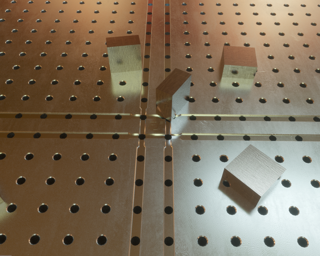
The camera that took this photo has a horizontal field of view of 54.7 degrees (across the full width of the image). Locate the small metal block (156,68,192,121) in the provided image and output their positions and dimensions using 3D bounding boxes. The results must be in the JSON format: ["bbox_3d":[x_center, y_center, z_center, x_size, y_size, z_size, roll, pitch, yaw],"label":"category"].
[{"bbox_3d":[0.019,-0.046,0.431,0.025,0.050,0.050,27,55,20],"label":"small metal block"}]

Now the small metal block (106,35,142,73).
[{"bbox_3d":[-0.056,-0.116,0.488,0.050,0.050,0.025,-7,51,-7],"label":"small metal block"}]

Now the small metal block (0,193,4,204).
[{"bbox_3d":[-0.212,0.072,0.344,0.050,0.025,0.050,-30,57,-23],"label":"small metal block"}]

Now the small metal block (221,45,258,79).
[{"bbox_3d":[0.127,-0.106,0.498,0.050,0.025,0.050,5,50,3],"label":"small metal block"}]

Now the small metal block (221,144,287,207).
[{"bbox_3d":[0.109,0.054,0.363,0.050,0.025,0.050,-36,59,-27],"label":"small metal block"}]
